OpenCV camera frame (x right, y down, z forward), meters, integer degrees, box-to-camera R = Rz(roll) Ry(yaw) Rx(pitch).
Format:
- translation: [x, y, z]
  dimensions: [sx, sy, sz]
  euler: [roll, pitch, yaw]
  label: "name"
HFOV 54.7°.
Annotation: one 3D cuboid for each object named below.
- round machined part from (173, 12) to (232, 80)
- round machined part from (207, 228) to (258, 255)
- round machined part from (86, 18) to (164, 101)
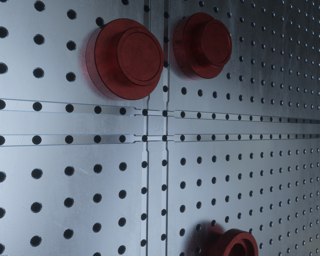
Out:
- translation: [0.070, -0.122, 0.459]
  dimensions: [0.099, 0.042, 0.097]
  euler: [0, 90, -40]
  label: "round machined part"
- translation: [0.112, 0.210, 0.495]
  dimensions: [0.099, 0.042, 0.097]
  euler: [0, 90, -40]
  label: "round machined part"
- translation: [-0.034, -0.082, 0.371]
  dimensions: [0.099, 0.042, 0.097]
  euler: [0, 90, -40]
  label: "round machined part"
